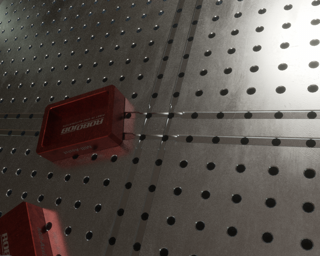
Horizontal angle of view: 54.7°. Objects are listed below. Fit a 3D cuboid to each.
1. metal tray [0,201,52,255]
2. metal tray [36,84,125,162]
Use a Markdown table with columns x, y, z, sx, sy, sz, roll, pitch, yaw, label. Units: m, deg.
| x | y | z | sx | sy | sz | roll | pitch | yaw | label |
| --- | --- | --- | --- | --- | --- | --- | --- | --- | --- |
| -0.186 | 0.172 | 0.395 | 0.090 | 0.030 | 0.130 | -35 | 51 | 4 | metal tray |
| -0.119 | -0.007 | 0.469 | 0.130 | 0.030 | 0.090 | -14 | 56 | 20 | metal tray |
